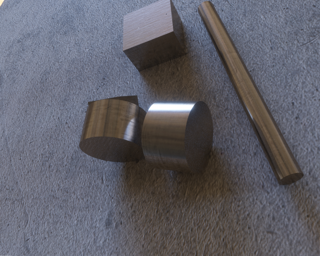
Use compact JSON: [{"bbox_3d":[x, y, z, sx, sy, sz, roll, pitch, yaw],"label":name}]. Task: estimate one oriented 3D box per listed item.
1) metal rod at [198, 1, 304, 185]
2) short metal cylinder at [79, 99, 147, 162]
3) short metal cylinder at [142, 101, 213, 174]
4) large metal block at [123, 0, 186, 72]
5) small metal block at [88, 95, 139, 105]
[{"bbox_3d":[0.100,-0.068,0.392,0.025,0.025,0.299,-24,53,14],"label":"metal rod"},{"bbox_3d":[-0.057,0.006,0.394,0.080,0.080,0.050,-8,60,24],"label":"short metal cylinder"},{"bbox_3d":[0.022,0.009,0.351,0.050,0.080,0.080,3,63,30],"label":"short metal cylinder"},{"bbox_3d":[-0.009,-0.145,0.482,0.080,0.050,0.080,-16,55,19],"label":"large metal block"},{"bbox_3d":[-0.064,-0.029,0.436,0.050,0.050,0.025,-7,94,24],"label":"small metal block"}]
